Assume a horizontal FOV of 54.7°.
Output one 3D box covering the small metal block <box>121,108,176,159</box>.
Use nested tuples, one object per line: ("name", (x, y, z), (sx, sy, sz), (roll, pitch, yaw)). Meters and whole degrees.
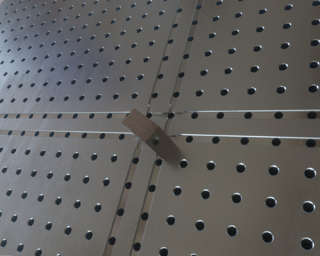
("small metal block", (-0.014, 0.007, 0.394), (0.025, 0.050, 0.050), (-49, 52, -6))
